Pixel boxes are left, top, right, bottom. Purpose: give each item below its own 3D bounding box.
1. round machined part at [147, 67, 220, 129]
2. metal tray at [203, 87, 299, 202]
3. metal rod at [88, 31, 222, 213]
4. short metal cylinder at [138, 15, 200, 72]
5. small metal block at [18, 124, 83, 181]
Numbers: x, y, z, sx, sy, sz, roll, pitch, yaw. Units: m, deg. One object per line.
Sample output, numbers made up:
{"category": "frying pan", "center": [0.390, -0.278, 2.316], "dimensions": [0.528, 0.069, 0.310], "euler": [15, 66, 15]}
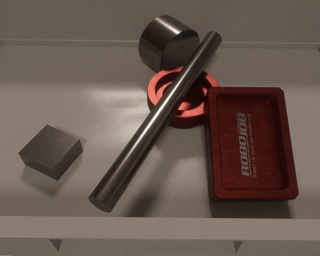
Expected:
{"category": "round machined part", "center": [0.032, -0.037, 0.426], "dimensions": [0.099, 0.042, 0.098], "euler": [0, 50, 0]}
{"category": "metal tray", "center": [0.100, 0.017, 0.357], "dimensions": [0.091, 0.030, 0.129], "euler": [0, 71, -2]}
{"category": "metal rod", "center": [0.012, -0.031, 0.376], "dimensions": [0.025, 0.025, 0.301], "euler": [22, 53, 17]}
{"category": "short metal cylinder", "center": [0.014, -0.124, 0.474], "dimensions": [0.080, 0.080, 0.050], "euler": [-33, 58, -25]}
{"category": "small metal block", "center": [-0.132, 0.029, 0.379], "dimensions": [0.050, 0.025, 0.050], "euler": [22, 53, 17]}
